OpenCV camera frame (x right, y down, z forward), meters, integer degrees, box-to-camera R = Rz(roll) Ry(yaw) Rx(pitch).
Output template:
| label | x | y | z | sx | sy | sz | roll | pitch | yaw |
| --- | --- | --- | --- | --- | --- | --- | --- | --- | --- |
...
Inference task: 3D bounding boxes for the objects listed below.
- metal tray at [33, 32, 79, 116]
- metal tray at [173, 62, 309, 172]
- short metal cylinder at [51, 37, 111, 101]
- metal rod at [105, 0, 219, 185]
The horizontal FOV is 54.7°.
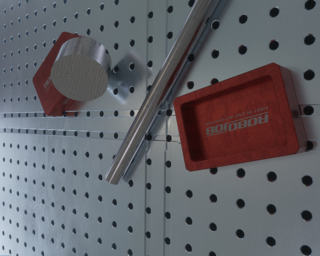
| label | x | y | z | sx | sy | sz | roll | pitch | yaw |
| --- | --- | --- | --- | --- | --- | --- | --- | --- | --- |
| metal tray | -0.174 | -0.092 | 0.549 | 0.129 | 0.030 | 0.090 | -42 | 65 | 32 |
| metal tray | 0.081 | -0.006 | 0.339 | 0.130 | 0.030 | 0.090 | -17 | 79 | 38 |
| short metal cylinder | -0.115 | -0.086 | 0.459 | 0.080 | 0.080 | 0.050 | -43 | 31 | 31 |
| metal rod | -0.004 | -0.044 | 0.412 | 0.025 | 0.025 | 0.298 | 43 | 116 | 31 |
